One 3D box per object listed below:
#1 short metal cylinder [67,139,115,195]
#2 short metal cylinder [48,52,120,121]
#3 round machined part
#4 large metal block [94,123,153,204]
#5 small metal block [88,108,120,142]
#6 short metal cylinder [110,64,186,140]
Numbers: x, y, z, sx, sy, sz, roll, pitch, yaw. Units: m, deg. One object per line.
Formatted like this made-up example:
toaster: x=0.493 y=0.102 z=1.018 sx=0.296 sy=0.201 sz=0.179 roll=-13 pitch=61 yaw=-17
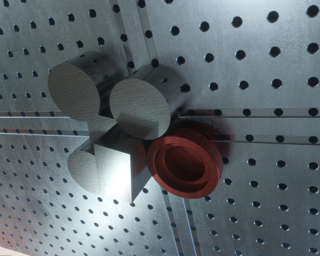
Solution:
short metal cylinder: x=-0.094 y=0.056 z=0.479 sx=0.080 sy=0.050 sz=0.079 roll=13 pitch=124 yaw=21
short metal cylinder: x=-0.100 y=-0.055 z=0.413 sx=0.080 sy=0.050 sz=0.079 roll=13 pitch=124 yaw=21
round machined part: x=0.035 y=0.042 z=0.407 sx=0.098 sy=0.042 sz=0.097 roll=13 pitch=124 yaw=21
large metal block: x=-0.042 y=0.039 z=0.418 sx=0.050 sy=0.080 sz=0.079 roll=15 pitch=125 yaw=20
small metal block: x=-0.076 y=-0.002 z=0.450 sx=0.050 sy=0.025 sz=0.050 roll=14 pitch=124 yaw=20
short metal cylinder: x=-0.014 y=-0.032 z=0.382 sx=0.080 sy=0.050 sz=0.079 roll=13 pitch=124 yaw=21
